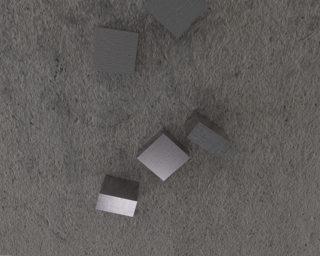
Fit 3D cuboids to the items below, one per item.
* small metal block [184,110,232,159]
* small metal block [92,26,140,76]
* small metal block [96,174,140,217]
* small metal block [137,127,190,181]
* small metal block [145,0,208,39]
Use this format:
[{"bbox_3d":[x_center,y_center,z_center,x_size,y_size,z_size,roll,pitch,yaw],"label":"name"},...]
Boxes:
[{"bbox_3d":[0.060,0.007,0.399,0.050,0.050,0.025,33,107,-12],"label":"small metal block"},{"bbox_3d":[-0.053,-0.094,0.375,0.050,0.025,0.050,8,110,-3],"label":"small metal block"},{"bbox_3d":[-0.057,0.093,0.430,0.050,0.050,0.025,14,110,-5],"label":"small metal block"},{"bbox_3d":[0.005,0.035,0.423,0.050,0.025,0.050,43,104,-14],"label":"small metal block"},{"bbox_3d":[0.019,-0.141,0.358,0.050,0.025,0.050,41,105,-14],"label":"small metal block"}]
